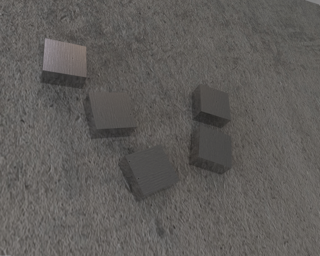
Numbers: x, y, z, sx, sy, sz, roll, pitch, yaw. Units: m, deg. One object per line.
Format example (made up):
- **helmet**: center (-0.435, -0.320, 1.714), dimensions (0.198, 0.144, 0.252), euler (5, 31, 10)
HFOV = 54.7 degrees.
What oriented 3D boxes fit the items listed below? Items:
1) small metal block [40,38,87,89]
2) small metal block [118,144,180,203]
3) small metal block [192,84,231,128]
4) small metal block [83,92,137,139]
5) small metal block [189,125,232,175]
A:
- **small metal block**: center (-0.120, -0.080, 0.388), dimensions (0.050, 0.025, 0.050), euler (6, 59, -25)
- **small metal block**: center (-0.013, 0.052, 0.364), dimensions (0.050, 0.025, 0.050), euler (-16, 70, -35)
- **small metal block**: center (0.076, -0.033, 0.464), dimensions (0.050, 0.025, 0.050), euler (15, 55, -20)
- **small metal block**: center (-0.062, -0.016, 0.380), dimensions (0.050, 0.025, 0.050), euler (-3, 63, -30)
- **small metal block**: center (0.069, 0.030, 0.422), dimensions (0.050, 0.025, 0.050), euler (20, 54, -17)
